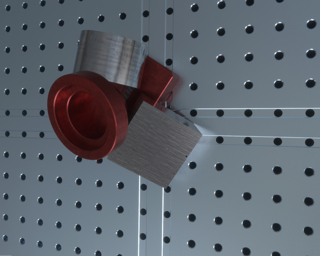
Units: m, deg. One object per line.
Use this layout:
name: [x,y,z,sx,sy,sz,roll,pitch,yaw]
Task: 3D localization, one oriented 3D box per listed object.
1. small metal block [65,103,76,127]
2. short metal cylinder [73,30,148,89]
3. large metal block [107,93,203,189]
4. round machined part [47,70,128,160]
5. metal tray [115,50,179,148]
small metal block: [-0.105,-0.027,0.402,0.025,0.050,0.050,20,97,18]
short metal cylinder: [-0.059,-0.080,0.371,0.080,0.080,0.050,14,95,19]
large metal block: [-0.008,0.015,0.382,0.080,0.050,0.080,30,101,-14]
round machined part: [-0.076,-0.017,0.350,0.098,0.042,0.097,12,116,27]
metal tray: [-0.046,-0.040,0.426,0.090,0.030,0.129,36,101,16]
